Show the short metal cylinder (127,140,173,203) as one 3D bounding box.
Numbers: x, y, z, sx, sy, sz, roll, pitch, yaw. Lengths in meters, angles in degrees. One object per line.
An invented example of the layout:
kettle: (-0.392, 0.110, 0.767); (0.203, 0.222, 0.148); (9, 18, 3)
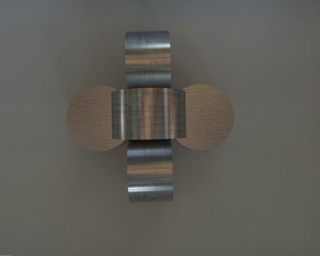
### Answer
short metal cylinder: (-0.011, 0.050, 0.382); (0.050, 0.080, 0.080); (-2, 90, -1)

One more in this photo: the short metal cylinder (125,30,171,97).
short metal cylinder: (-0.014, -0.078, 0.382); (0.050, 0.080, 0.080); (-2, 90, -1)

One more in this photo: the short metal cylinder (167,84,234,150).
short metal cylinder: (0.049, -0.013, 0.397); (0.081, 0.050, 0.080); (0, 90, 0)

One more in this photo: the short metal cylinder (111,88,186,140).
short metal cylinder: (-0.012, -0.014, 0.338); (0.081, 0.080, 0.050); (-1, 90, 0)

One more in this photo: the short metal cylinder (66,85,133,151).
short metal cylinder: (-0.072, -0.012, 0.396); (0.081, 0.050, 0.080); (0, 90, 0)
